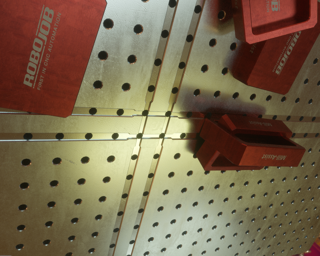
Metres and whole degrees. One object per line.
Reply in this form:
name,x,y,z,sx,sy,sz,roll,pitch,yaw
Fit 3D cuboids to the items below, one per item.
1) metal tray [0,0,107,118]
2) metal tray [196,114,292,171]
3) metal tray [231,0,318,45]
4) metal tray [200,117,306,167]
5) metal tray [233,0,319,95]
metal tray,-0.115,-0.079,0.297,0.091,0.030,0.129,10,113,-33
metal tray,0.132,0.026,0.483,0.131,0.030,0.089,4,131,-32
metal tray,0.127,-0.170,0.348,0.091,0.030,0.129,-16,117,-3
metal tray,0.136,0.021,0.457,0.131,0.090,0.030,5,113,-31
metal tray,0.168,-0.117,0.430,0.091,0.030,0.129,8,115,-32
